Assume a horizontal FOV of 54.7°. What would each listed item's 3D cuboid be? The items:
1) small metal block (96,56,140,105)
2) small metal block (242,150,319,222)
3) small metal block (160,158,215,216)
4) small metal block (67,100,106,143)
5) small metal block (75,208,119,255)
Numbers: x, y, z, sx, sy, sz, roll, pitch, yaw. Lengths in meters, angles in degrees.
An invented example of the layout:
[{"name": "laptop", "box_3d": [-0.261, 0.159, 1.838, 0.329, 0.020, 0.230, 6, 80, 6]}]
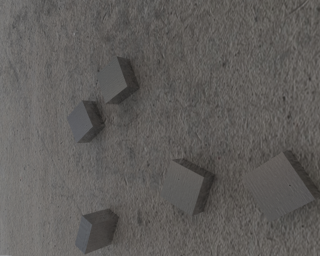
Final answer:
[{"name": "small metal block", "box_3d": [-0.063, -0.069, 0.457, 0.050, 0.025, 0.050, -32, 70, 35]}, {"name": "small metal block", "box_3d": [0.119, 0.057, 0.307, 0.050, 0.025, 0.050, -42, 65, 32]}, {"name": "small metal block", "box_3d": [0.033, 0.070, 0.378, 0.050, 0.025, 0.050, 25, 106, 37]}, {"name": "small metal block", "box_3d": [-0.121, -0.010, 0.505, 0.050, 0.025, 0.050, -40, 66, 32]}, {"name": "small metal block", "box_3d": [-0.095, 0.155, 0.467, 0.025, 0.050, 0.050, 26, 107, 37]}]
